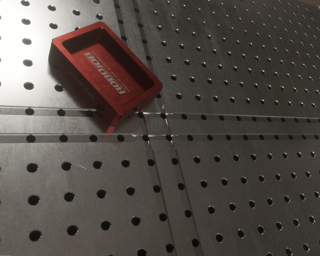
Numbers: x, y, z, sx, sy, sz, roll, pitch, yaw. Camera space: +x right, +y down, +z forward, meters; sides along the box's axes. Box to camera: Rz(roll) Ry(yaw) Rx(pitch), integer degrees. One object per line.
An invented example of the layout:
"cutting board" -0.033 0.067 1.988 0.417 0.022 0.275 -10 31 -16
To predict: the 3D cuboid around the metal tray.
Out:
"metal tray" -0.070 -0.076 0.414 0.130 0.030 0.091 47 51 4
